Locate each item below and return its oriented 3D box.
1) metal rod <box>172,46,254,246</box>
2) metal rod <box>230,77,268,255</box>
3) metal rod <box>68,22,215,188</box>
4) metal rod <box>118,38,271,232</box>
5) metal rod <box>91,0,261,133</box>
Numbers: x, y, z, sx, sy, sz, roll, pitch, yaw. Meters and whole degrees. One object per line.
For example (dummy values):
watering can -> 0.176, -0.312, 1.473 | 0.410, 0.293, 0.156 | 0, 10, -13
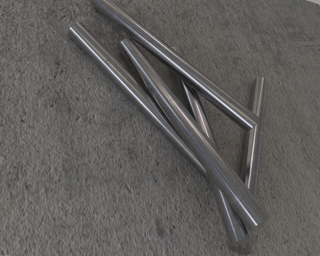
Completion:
metal rod -> 0.055, -0.001, 0.406 | 0.025, 0.025, 0.299 | 5, 51, -26
metal rod -> 0.136, 0.032, 0.456 | 0.025, 0.025, 0.300 | 28, 52, -11
metal rod -> -0.013, -0.027, 0.413 | 0.300, 0.025, 0.025 | 46, 51, 4
metal rod -> 0.025, -0.012, 0.379 | 0.025, 0.025, 0.300 | -13, 55, -34
metal rod -> 0.013, -0.099, 0.435 | 0.300, 0.025, 0.025 | 42, 50, 15
